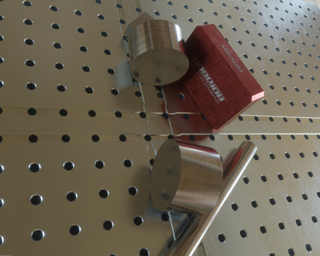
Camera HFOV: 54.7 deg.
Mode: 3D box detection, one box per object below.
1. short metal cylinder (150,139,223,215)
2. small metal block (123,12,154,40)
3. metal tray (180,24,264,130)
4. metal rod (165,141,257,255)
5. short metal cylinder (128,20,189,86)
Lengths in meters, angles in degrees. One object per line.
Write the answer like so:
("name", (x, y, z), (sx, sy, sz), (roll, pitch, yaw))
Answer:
("short metal cylinder", (0.028, 0.056, 0.353), (0.050, 0.080, 0.080), (13, 56, -21))
("small metal block", (-0.021, -0.148, 0.488), (0.050, 0.025, 0.050), (38, 51, -3))
("metal tray", (0.078, -0.073, 0.453), (0.030, 0.090, 0.130), (-23, 74, -36))
("metal rod", (0.049, 0.111, 0.366), (0.025, 0.025, 0.302), (44, 51, 2))
("short metal cylinder", (-0.003, -0.103, 0.434), (0.081, 0.080, 0.050), (6, 59, -25))
